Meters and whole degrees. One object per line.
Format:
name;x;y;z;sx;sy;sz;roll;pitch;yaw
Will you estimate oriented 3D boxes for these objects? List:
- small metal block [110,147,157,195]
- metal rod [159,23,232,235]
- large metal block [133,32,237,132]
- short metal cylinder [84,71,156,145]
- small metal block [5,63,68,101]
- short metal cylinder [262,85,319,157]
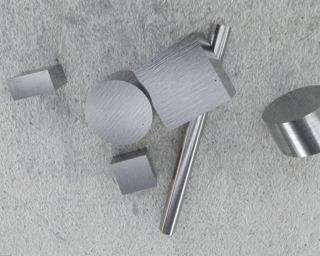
small metal block;-0.035;0.060;0.432;0.050;0.025;0.050;-16;110;5
metal rod;0.042;0.015;0.415;0.025;0.025;0.298;11;110;-4
large metal block;0.030;-0.053;0.358;0.080;0.050;0.080;-28;94;24
short metal cylinder;-0.045;-0.026;0.381;0.080;0.050;0.079;3;113;7
small metal block;-0.147;-0.057;0.374;0.050;0.050;0.025;-13;110;4
short metal cylinder;0.174;-0.009;0.379;0.080;0.080;0.050;-30;108;10
